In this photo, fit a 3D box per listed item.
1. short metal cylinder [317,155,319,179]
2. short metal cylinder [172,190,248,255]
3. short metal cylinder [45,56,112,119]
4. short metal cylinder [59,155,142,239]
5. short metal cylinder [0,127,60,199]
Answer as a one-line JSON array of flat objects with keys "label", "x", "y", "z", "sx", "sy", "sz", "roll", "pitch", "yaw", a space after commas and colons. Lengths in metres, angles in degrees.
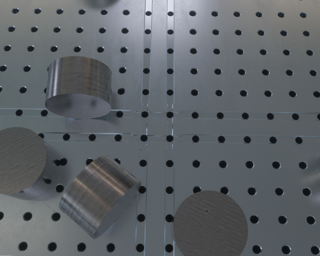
[{"label": "short metal cylinder", "x": 0.246, "y": 0.048, "z": 0.382, "sx": 0.081, "sy": 0.050, "sz": 0.080, "roll": 0, "pitch": 70, "yaw": 0}, {"label": "short metal cylinder", "x": 0.055, "y": 0.116, "z": 0.356, "sx": 0.081, "sy": 0.050, "sz": 0.080, "roll": 0, "pitch": 70, "yaw": 0}, {"label": "short metal cylinder", "x": -0.103, "y": -0.049, "z": 0.400, "sx": 0.081, "sy": 0.080, "sz": 0.050, "roll": -2, "pitch": 70, "yaw": -1}, {"label": "short metal cylinder", "x": -0.066, "y": 0.078, "z": 0.354, "sx": 0.050, "sy": 0.080, "sz": 0.080, "roll": 37, "pitch": 74, "yaw": 12}, {"label": "short metal cylinder", "x": -0.171, "y": 0.045, "z": 0.381, "sx": 0.081, "sy": 0.050, "sz": 0.080, "roll": 0, "pitch": 70, "yaw": 0}]
